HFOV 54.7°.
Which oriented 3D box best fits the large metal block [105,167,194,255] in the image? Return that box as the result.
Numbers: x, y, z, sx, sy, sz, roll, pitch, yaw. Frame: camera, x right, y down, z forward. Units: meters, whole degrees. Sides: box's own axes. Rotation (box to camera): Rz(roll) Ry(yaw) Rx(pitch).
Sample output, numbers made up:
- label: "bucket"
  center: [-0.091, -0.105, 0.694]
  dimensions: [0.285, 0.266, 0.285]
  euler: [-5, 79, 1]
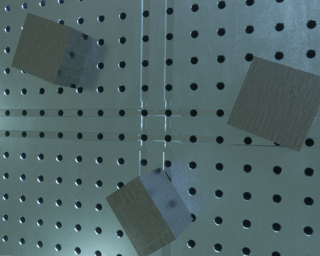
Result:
- label: "large metal block"
  center: [-0.009, 0.101, 0.386]
  dimensions: [0.050, 0.080, 0.080]
  euler: [-36, 79, 16]

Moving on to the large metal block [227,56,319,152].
- label: "large metal block"
  center: [0.132, -0.027, 0.353]
  dimensions: [0.080, 0.050, 0.080]
  euler: [23, 97, 18]

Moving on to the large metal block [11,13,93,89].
- label: "large metal block"
  center: [-0.157, -0.111, 0.453]
  dimensions: [0.080, 0.050, 0.080]
  euler: [23, 97, 18]
